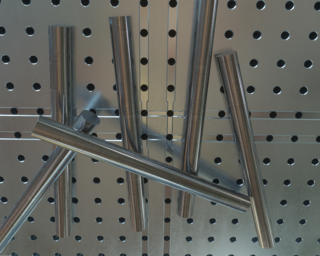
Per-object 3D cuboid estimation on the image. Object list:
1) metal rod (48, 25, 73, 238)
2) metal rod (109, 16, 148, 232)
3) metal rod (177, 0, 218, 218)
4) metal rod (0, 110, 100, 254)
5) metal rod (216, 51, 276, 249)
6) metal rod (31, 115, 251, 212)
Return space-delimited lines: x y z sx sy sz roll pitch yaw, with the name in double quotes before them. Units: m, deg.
"metal rod" -0.132 0.019 0.419 0.025 0.025 0.298 5 110 -2
"metal rod" -0.039 0.009 0.416 0.025 0.025 0.298 -3 110 1
"metal rod" 0.046 -0.014 0.408 0.025 0.025 0.298 3 110 -1
"metal rod" -0.172 0.091 0.425 0.025 0.025 0.299 36 113 -12
"metal rod" 0.123 0.043 0.430 0.025 0.025 0.299 -15 110 5
"metal rod" -0.007 0.053 0.391 0.302 0.025 0.025 24 109 -22
